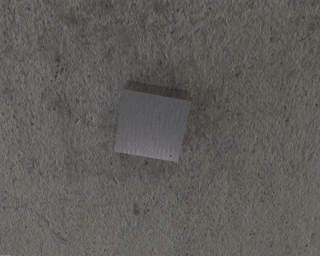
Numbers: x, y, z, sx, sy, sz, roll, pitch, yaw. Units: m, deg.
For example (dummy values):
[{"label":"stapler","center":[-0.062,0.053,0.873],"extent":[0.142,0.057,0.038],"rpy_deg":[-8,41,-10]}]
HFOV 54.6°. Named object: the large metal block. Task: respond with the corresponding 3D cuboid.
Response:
[{"label":"large metal block","center":[-0.010,-0.010,0.393],"extent":[0.080,0.050,0.079],"rpy_deg":[10,110,-4]}]
